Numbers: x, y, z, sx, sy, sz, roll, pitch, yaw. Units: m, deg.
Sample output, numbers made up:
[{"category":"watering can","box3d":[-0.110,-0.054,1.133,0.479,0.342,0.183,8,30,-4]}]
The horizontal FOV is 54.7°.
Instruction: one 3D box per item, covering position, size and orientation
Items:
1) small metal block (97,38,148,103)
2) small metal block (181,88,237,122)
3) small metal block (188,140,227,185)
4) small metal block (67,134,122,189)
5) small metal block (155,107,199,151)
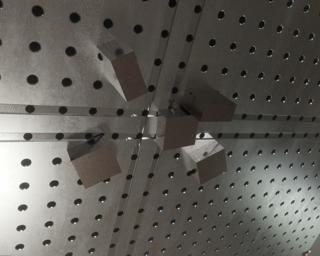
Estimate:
[{"category":"small metal block","box3d":[-0.041,-0.063,0.335,0.025,0.050,0.050,-28,128,-11]},{"category":"small metal block","box3d":[0.064,-0.031,0.413,0.050,0.050,0.025,-1,119,-28]},{"category":"small metal block","box3d":[0.076,0.055,0.489,0.050,0.025,0.050,-25,128,-13]},{"category":"small metal block","box3d":[-0.082,0.042,0.394,0.050,0.025,0.050,-25,128,-14]},{"category":"small metal block","box3d":[0.023,0.000,0.426,0.050,0.025,0.050,-9,123,-24]}]
